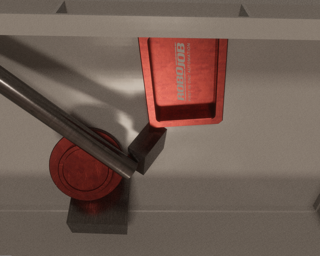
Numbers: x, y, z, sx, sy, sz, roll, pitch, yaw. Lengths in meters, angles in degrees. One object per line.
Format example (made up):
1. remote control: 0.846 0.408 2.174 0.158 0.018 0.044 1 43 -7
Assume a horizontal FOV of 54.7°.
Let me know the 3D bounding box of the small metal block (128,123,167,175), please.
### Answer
1. small metal block: -0.017 0.026 0.403 0.025 0.050 0.050 30 149 14

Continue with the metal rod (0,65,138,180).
1. metal rod: -0.149 -0.034 0.344 0.301 0.025 0.025 38 121 -17

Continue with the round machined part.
1. round machined part: -0.096 0.050 0.409 0.099 0.042 0.097 -1 98 -8

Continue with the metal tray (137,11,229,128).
1. metal tray: 0.027 -0.061 0.354 0.091 0.030 0.129 -4 130 2

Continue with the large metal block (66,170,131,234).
1. large metal block: -0.086 0.109 0.458 0.081 0.080 0.050 3 147 -3
